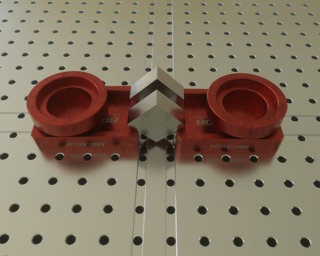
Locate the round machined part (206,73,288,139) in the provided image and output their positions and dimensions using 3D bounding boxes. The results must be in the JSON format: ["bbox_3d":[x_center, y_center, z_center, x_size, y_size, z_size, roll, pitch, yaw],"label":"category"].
[{"bbox_3d":[0.108,-0.024,0.401,0.099,0.042,0.098,0,50,0],"label":"round machined part"}]

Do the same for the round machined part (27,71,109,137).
[{"bbox_3d":[-0.115,-0.026,0.402,0.099,0.042,0.098,0,50,0],"label":"round machined part"}]

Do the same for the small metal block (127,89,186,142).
[{"bbox_3d":[-0.004,-0.013,0.383,0.050,0.050,0.025,-32,40,33],"label":"small metal block"}]

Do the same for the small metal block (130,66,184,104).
[{"bbox_3d":[-0.004,-0.047,0.412,0.050,0.050,0.025,-32,40,33],"label":"small metal block"}]

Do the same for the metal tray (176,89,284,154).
[{"bbox_3d":[0.087,-0.011,0.415,0.131,0.030,0.090,1,50,0],"label":"metal tray"}]

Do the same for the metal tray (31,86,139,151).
[{"bbox_3d":[-0.094,-0.015,0.417,0.131,0.030,0.090,0,52,-1],"label":"metal tray"}]
